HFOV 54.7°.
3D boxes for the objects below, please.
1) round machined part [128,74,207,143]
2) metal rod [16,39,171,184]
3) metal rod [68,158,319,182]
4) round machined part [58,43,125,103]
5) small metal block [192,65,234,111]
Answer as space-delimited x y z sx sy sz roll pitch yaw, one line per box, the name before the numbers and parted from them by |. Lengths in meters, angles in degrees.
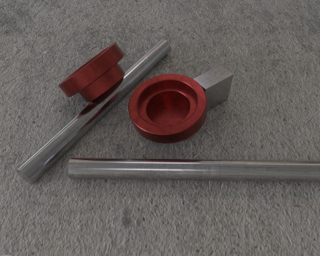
round machined part | 0.012 -0.021 0.403 0.098 0.042 0.098 -4 55 7
metal rod | -0.074 -0.041 0.436 0.025 0.025 0.301 26 55 20
metal rod | 0.047 0.049 0.362 0.302 0.025 0.025 1 50 0
round machined part | -0.088 -0.072 0.431 0.098 0.042 0.098 -32 20 13
small metal block | 0.071 -0.053 0.432 0.050 0.050 0.025 -30 56 -23
